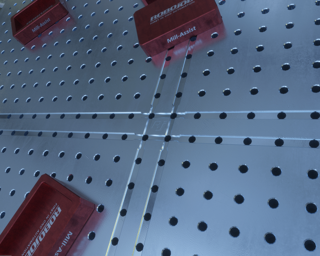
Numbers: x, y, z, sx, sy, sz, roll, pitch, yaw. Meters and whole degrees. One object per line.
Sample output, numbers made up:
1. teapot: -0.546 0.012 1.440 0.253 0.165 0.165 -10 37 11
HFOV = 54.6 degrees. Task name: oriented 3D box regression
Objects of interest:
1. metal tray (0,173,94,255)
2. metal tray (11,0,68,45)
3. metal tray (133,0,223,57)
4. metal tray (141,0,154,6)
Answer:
1. metal tray: -0.156 0.135 0.405 0.090 0.030 0.130 21 73 36
2. metal tray: -0.279 -0.258 0.712 0.130 0.030 0.090 -33 51 7
3. metal tray: 0.025 -0.180 0.503 0.130 0.030 0.090 -22 53 14
4. metal tray: -0.011 -0.289 0.589 0.090 0.030 0.130 -32 52 7
